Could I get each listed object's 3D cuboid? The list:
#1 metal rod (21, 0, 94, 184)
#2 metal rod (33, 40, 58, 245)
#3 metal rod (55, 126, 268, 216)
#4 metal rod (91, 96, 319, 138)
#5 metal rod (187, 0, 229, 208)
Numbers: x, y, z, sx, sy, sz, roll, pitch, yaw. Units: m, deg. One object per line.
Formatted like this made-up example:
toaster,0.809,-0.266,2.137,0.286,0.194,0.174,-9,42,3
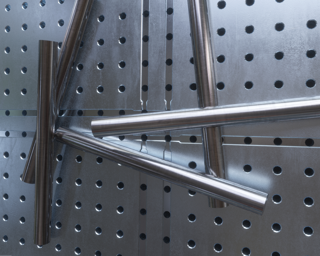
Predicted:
metal rod,-0.154,-0.058,0.465,0.025,0.025,0.298,21,97,18
metal rod,-0.167,0.027,0.451,0.025,0.025,0.298,9,100,19
metal rod,-0.017,0.046,0.400,0.301,0.025,0.025,16,95,25
metal rod,0.067,-0.013,0.362,0.301,0.025,0.025,-5,88,9
metal rod,0.059,-0.052,0.391,0.025,0.025,0.298,-6,88,19
